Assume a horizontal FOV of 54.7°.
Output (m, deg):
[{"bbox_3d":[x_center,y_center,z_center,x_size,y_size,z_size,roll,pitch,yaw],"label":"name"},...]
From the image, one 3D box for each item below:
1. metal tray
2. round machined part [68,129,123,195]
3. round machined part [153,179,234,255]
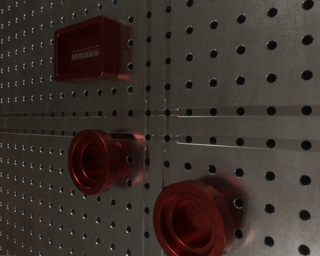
[{"bbox_3d":[-0.123,-0.123,0.504,0.130,0.030,0.089,1,91,39],"label":"metal tray"},{"bbox_3d":[-0.094,0.050,0.474,0.098,0.042,0.097,0,90,39],"label":"round machined part"},{"bbox_3d":[0.042,0.109,0.362,0.098,0.042,0.097,0,90,39],"label":"round machined part"}]
